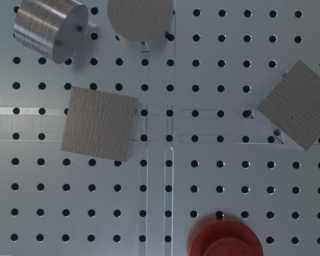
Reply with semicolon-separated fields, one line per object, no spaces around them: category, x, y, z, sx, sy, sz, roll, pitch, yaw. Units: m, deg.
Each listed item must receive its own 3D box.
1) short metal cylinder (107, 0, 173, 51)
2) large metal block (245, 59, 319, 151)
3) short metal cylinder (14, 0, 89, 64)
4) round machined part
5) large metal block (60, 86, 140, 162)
short metal cylinder;-0.024;-0.145;0.400;0.081;0.050;0.080;0;90;0
large metal block;0.174;-0.028;0.402;0.080;0.050;0.080;41;90;0
short metal cylinder;-0.132;-0.127;0.385;0.050;0.080;0.080;28;90;0
round machined part;0.087;0.170;0.405;0.099;0.042;0.097;0;90;0
large metal block;-0.074;-0.005;0.400;0.080;0.050;0.080;10;90;0
